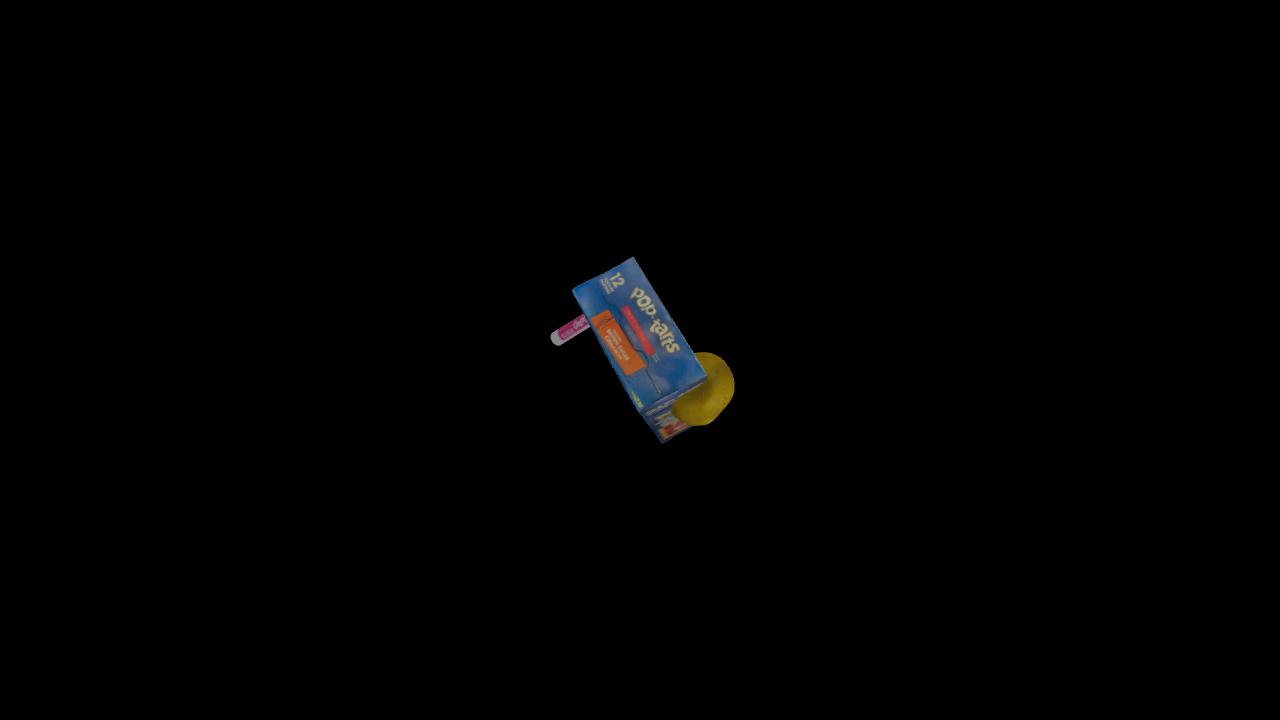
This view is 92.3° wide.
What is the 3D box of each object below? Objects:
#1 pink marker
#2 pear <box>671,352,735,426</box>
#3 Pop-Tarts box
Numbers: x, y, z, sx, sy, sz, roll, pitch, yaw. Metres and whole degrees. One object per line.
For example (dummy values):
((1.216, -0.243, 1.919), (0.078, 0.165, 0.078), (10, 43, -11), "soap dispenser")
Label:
((-0.062, -0.048, 0.728), (0.121, 0.020, 0.020), (-27, -17, 38), "pink marker")
((0.069, 0.037, 0.676), (0.080, 0.080, 0.111), (0, -20, 19), "pear")
((0.009, -0.007, 0.707), (0.083, 0.167, 0.141), (-30, -24, 0), "Pop-Tarts box")
